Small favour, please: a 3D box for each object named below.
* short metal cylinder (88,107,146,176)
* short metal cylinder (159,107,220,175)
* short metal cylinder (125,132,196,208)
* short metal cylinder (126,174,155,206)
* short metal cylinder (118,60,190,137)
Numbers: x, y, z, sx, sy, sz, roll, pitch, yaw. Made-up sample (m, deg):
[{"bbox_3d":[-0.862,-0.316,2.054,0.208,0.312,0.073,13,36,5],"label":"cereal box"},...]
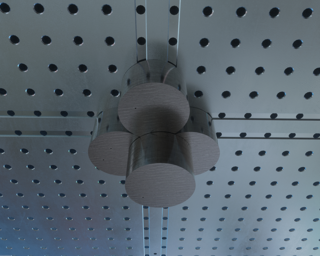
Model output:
[{"bbox_3d":[-0.050,0.018,0.410,0.081,0.050,0.079,0,130,0],"label":"short metal cylinder"},{"bbox_3d":[0.035,0.019,0.411,0.081,0.050,0.079,0,130,0],"label":"short metal cylinder"},{"bbox_3d":[0.000,0.051,0.372,0.081,0.050,0.079,0,130,0],"label":"short metal cylinder"},{"bbox_3d":[-0.008,0.070,0.454,0.081,0.050,0.079,-1,128,0],"label":"short metal cylinder"},{"bbox_3d":[-0.007,-0.033,0.366,0.081,0.050,0.079,-1,130,-1],"label":"short metal cylinder"}]
